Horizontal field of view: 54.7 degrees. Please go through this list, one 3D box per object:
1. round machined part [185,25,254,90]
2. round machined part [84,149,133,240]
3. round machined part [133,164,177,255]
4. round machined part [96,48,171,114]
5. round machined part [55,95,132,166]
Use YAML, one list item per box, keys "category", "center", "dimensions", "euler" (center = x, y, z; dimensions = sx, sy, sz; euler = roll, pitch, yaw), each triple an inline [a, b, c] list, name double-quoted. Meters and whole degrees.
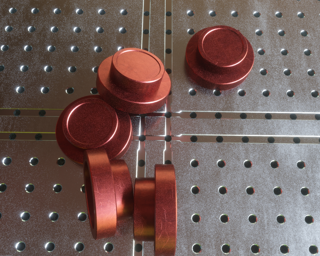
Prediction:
- category: "round machined part"
  center: [0.086, -0.107, 0.443]
  dimensions: [0.099, 0.042, 0.098]
  euler: [0, 70, -1]
- category: "round machined part"
  center: [-0.058, 0.071, 0.349]
  dimensions: [0.042, 0.098, 0.098]
  euler: [-5, 69, -19]
- category: "round machined part"
  center: [-0.007, 0.088, 0.340]
  dimensions: [0.042, 0.098, 0.098]
  euler: [0, 70, -2]
- category: "round machined part"
  center: [-0.032, -0.068, 0.407]
  dimensions: [0.099, 0.042, 0.098]
  euler: [10, 48, -11]
- category: "round machined part"
  center: [-0.086, 0.000, 0.402]
  dimensions: [0.099, 0.042, 0.098]
  euler: [0, 70, -1]
